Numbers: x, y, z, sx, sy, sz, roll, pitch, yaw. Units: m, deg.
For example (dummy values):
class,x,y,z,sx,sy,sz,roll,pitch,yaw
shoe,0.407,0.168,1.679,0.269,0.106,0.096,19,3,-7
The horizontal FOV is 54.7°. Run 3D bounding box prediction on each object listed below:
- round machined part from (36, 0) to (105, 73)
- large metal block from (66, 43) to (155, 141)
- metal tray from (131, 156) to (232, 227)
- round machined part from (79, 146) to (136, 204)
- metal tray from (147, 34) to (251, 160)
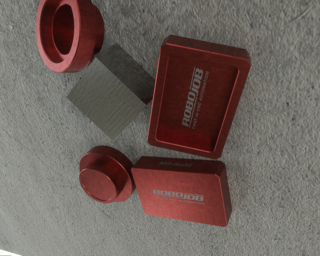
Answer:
class,x,y,z,sx,sy,sz,roll,pitch,yaw
round machined part,-0.102,-0.114,0.361,0.098,0.042,0.097,8,102,43
large metal block,-0.057,-0.044,0.391,0.080,0.050,0.080,44,129,-4
metal tray,0.030,0.088,0.441,0.130,0.030,0.089,1,119,27
round machined part,-0.087,0.080,0.489,0.098,0.042,0.097,13,124,20
metal tray,0.039,-0.030,0.349,0.090,0.030,0.129,12,125,4
